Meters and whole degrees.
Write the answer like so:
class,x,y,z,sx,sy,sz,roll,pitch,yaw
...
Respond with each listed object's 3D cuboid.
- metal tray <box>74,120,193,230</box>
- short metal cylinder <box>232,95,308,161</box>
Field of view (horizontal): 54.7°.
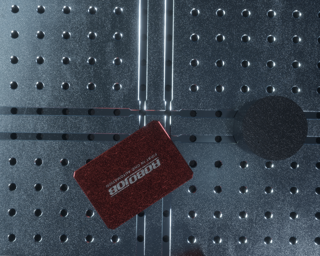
class,x,y,z,sx,sy,sz,roll,pitch,yaw
metal tray,-0.034,0.060,0.411,0.130,0.030,0.090,-33,90,-1
short metal cylinder,0.140,0.000,0.403,0.081,0.050,0.079,0,90,-1
